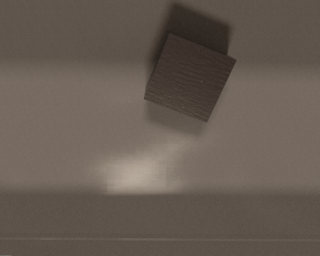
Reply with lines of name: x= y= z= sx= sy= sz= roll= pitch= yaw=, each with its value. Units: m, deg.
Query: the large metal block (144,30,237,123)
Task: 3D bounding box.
large metal block: x=0.033 y=-0.063 z=0.375 sx=0.080 sy=0.050 sz=0.079 roll=20 pitch=109 yaw=-8
